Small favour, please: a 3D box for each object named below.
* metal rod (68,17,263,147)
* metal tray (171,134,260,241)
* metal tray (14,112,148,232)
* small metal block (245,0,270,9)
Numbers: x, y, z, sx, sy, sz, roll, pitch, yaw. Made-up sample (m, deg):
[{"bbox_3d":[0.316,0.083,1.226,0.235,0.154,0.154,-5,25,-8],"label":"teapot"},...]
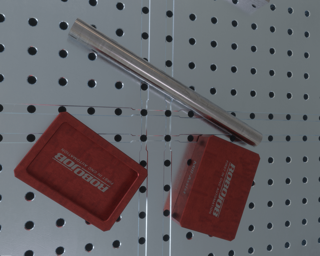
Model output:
[{"bbox_3d":[0.020,-0.052,0.420,0.301,0.025,0.025,29,81,-18],"label":"metal rod"},{"bbox_3d":[0.081,0.084,0.440,0.091,0.030,0.130,22,83,-19],"label":"metal tray"},{"bbox_3d":[-0.092,0.052,0.376,0.130,0.030,0.090,38,78,-16],"label":"metal tray"},{"bbox_3d":[0.144,-0.218,0.466,0.050,0.025,0.050,23,82,-19],"label":"small metal block"}]
